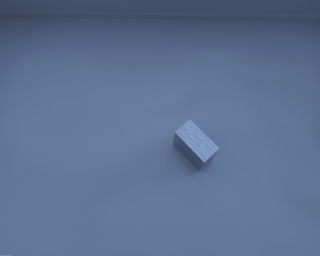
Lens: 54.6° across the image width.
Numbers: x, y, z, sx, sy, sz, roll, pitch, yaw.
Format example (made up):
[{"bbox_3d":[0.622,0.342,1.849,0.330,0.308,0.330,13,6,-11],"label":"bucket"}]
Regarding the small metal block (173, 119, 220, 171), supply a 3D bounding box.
[{"bbox_3d":[0.044,0.023,0.388,0.025,0.050,0.050,-40,75,-13],"label":"small metal block"}]
